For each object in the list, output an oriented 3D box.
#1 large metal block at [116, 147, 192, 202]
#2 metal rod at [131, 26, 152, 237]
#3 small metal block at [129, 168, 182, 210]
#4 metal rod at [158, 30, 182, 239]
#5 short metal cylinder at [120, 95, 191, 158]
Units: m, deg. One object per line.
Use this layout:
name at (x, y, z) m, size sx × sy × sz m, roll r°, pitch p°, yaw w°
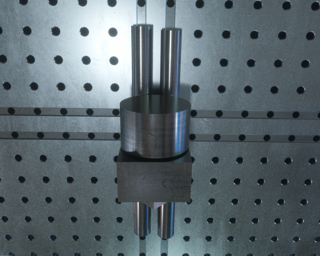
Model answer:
large metal block at (-0.006, 0.046, 0.374) m, size 0.081 × 0.080 × 0.050 m, roll 0°, pitch 110°, yaw -1°
metal rod at (-0.024, 0.018, 0.421) m, size 0.025 × 0.025 × 0.298 m, roll 1°, pitch 110°, yaw -1°
small metal block at (-0.007, 0.075, 0.403) m, size 0.050 × 0.050 × 0.025 m, roll -18°, pitch 118°, yaw -42°
metal rod at (0.011, 0.022, 0.423) m, size 0.025 × 0.025 × 0.298 m, roll 1°, pitch 110°, yaw -1°
short metal cylinder at (-0.006, -0.005, 0.360) m, size 0.081 × 0.080 × 0.050 m, roll 1°, pitch 110°, yaw -1°
